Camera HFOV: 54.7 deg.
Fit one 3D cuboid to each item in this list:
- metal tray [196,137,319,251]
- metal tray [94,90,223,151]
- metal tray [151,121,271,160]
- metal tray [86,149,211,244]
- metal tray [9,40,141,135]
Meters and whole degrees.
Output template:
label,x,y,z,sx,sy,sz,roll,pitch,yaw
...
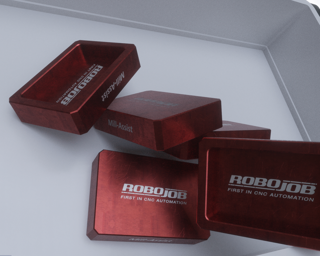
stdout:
label,x,y,z,sx,sy,sz,roll,pitch,yaw
metal tray,0.101,0.056,0.288,0.030,0.130,0.089,3,89,-62
metal tray,-0.007,-0.015,0.350,0.091,0.130,0.030,-19,111,-35
metal tray,0.060,0.011,0.389,0.131,0.090,0.030,-1,99,-29
metal tray,-0.011,0.079,0.348,0.131,0.030,0.090,11,57,-22
metal tray,-0.091,-0.053,0.354,0.090,0.030,0.130,11,47,23
